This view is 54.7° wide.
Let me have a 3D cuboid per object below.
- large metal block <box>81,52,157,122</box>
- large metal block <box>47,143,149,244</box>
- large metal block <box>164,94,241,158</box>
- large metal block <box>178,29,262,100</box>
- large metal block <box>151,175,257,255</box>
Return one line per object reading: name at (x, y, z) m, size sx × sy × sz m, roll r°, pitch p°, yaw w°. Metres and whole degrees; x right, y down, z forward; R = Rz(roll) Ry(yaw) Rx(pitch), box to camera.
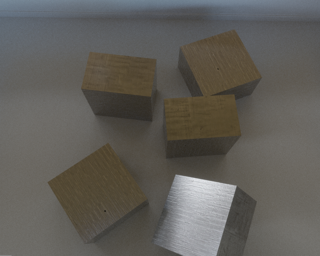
large metal block at (-0.047, -0.050, 0.398) m, size 0.080 × 0.080 × 0.050 m, roll 7°, pitch 70°, yaw 2°
large metal block at (-0.070, 0.078, 0.367) m, size 0.080 × 0.050 × 0.080 m, roll -34°, pitch 74°, yaw -12°
large metal block at (0.046, 0.001, 0.381) m, size 0.081 × 0.080 × 0.050 m, roll -4°, pitch 70°, yaw -2°
large metal block at (0.078, -0.078, 0.426) m, size 0.081 × 0.050 × 0.080 m, roll -20°, pitch 71°, yaw -8°
large metal block at (0.048, 0.103, 0.338) m, size 0.080 × 0.050 × 0.080 m, roll 3°, pitch 63°, yaw 44°
